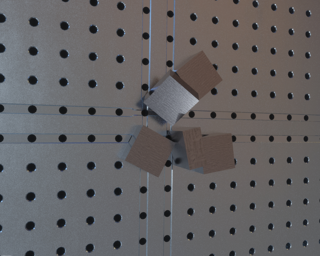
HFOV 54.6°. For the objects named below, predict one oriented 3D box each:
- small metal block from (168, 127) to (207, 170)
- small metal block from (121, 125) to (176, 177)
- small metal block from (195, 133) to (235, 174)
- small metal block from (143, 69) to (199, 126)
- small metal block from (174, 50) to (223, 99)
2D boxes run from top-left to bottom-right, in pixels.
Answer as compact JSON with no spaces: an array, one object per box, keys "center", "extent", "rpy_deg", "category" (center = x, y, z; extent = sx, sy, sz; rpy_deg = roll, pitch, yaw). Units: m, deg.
[{"center":[0.036,0.026,0.412],"extent":[0.025,0.050,0.050],"rpy_deg":[-12,94,-20],"category":"small metal block"},{"center":[-0.016,0.030,0.407],"extent":[0.050,0.025,0.050],"rpy_deg":[30,80,-18],"category":"small metal block"},{"center":[0.076,0.035,0.440],"extent":[0.050,0.025,0.050],"rpy_deg":[-8,93,-20],"category":"small metal block"},{"center":[0.015,-0.039,0.405],"extent":[0.050,0.025,0.050],"rpy_deg":[39,114,-16],"category":"small metal block"},{"center":[0.050,-0.070,0.431],"extent":[0.050,0.025,0.050],"rpy_deg":[-41,103,-15],"category":"small metal block"}]
